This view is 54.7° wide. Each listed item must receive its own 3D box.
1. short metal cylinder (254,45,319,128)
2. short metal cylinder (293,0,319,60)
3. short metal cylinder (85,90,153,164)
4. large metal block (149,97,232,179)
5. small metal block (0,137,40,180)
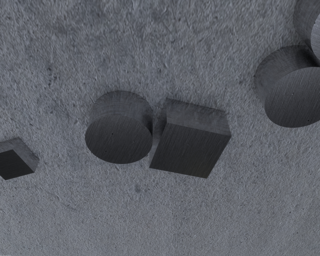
[{"bbox_3d":[0.154,-0.047,0.353,0.081,0.050,0.079,0,130,0],"label":"short metal cylinder"},{"bbox_3d":[0.179,-0.108,0.301,0.081,0.050,0.079,0,130,0],"label":"short metal cylinder"},{"bbox_3d":[-0.049,0.000,0.390,0.081,0.050,0.079,0,130,0],"label":"short metal cylinder"},{"bbox_3d":[0.035,0.015,0.404,0.081,0.050,0.079,12,129,-11],"label":"large metal block"},{"bbox_3d":[-0.212,0.045,0.443,0.050,0.025,0.050,-15,129,12],"label":"small metal block"}]
